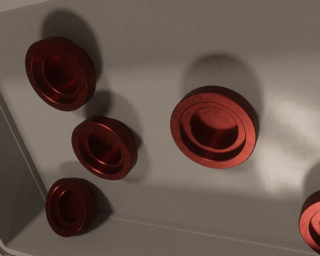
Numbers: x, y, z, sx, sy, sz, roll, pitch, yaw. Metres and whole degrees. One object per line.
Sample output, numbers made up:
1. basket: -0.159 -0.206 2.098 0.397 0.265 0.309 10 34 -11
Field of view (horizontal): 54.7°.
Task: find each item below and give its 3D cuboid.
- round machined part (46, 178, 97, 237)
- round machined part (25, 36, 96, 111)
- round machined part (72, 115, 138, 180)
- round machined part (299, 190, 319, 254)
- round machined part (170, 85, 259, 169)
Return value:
1. round machined part: -0.149 0.135 0.538 0.098 0.042 0.097 -4 82 31
2. round machined part: -0.127 -0.075 0.416 0.098 0.042 0.097 13 124 20
3. round machined part: -0.075 0.025 0.451 0.098 0.042 0.097 13 124 20
4. round machined part: 0.212 0.105 0.347 0.098 0.042 0.097 16 125 25
5. round machined part: 0.065 -0.004 0.360 0.098 0.042 0.097 13 124 20
